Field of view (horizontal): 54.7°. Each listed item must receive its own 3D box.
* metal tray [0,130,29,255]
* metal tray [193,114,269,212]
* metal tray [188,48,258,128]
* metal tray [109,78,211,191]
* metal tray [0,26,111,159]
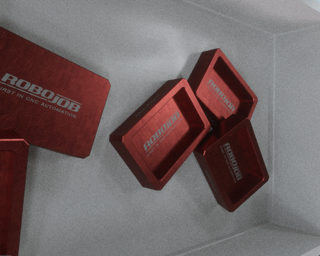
[{"bbox_3d":[-0.161,0.067,0.247,0.091,0.030,0.129,1,104,-40],"label":"metal tray"},{"bbox_3d":[0.112,0.055,0.475,0.090,0.030,0.130,-36,120,-16],"label":"metal tray"},{"bbox_3d":[0.099,-0.049,0.488,0.130,0.030,0.090,41,65,-33],"label":"metal tray"},{"bbox_3d":[0.006,0.006,0.410,0.131,0.030,0.090,-47,118,-30],"label":"metal tray"},{"bbox_3d":[-0.120,-0.029,0.303,0.131,0.030,0.090,24,75,-38],"label":"metal tray"}]
